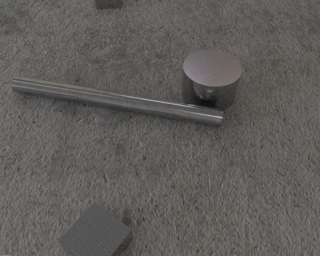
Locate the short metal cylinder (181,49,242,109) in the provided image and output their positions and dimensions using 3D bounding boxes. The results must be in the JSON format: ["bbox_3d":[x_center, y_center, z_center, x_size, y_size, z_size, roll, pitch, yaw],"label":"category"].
[{"bbox_3d":[0.072,-0.068,0.445,0.081,0.050,0.080,0,50,0],"label":"short metal cylinder"}]

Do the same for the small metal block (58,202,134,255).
[{"bbox_3d":[-0.063,0.112,0.309,0.050,0.025,0.050,29,56,22],"label":"small metal block"}]

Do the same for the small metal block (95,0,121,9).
[{"bbox_3d":[-0.104,-0.266,0.626,0.050,0.025,0.050,-2,50,-2],"label":"small metal block"}]

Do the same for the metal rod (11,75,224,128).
[{"bbox_3d":[-0.064,-0.039,0.435,0.301,0.025,0.025,10,51,8],"label":"metal rod"}]
